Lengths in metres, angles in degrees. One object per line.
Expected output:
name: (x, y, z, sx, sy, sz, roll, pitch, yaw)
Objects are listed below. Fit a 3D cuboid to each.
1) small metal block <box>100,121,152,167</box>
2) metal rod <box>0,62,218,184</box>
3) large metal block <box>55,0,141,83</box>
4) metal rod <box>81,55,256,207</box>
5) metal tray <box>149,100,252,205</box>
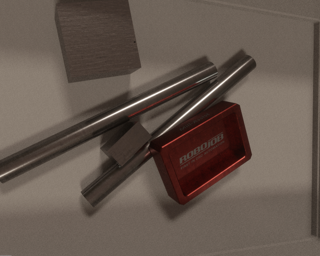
small metal block: (-0.043, 0.018, 0.382, 0.050, 0.050, 0.025, -45, 104, -15)
metal rod: (-0.053, -0.016, 0.391, 0.302, 0.025, 0.025, -28, 100, -18)
large metal block: (-0.075, -0.102, 0.370, 0.081, 0.050, 0.079, -12, 95, -20)
metal rod: (0.022, -0.005, 0.419, 0.301, 0.025, 0.025, -40, 103, -16)
metal tray: (0.059, 0.031, 0.415, 0.131, 0.030, 0.090, -29, 115, -21)
